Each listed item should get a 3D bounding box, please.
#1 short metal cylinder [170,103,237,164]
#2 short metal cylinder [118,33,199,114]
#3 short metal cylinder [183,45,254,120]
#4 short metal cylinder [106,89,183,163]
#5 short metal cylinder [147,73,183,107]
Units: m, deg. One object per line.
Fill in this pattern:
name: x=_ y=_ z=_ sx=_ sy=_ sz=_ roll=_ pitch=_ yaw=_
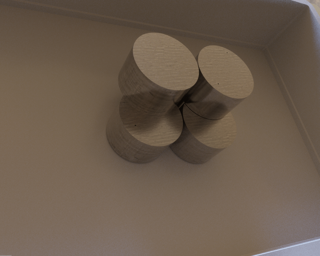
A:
short metal cylinder: x=0.054 y=0.002 z=0.415 sx=0.081 sy=0.050 sz=0.080 roll=14 pitch=56 yaw=-21
short metal cylinder: x=-0.002 y=-0.063 z=0.360 sx=0.081 sy=0.050 sz=0.080 roll=14 pitch=56 yaw=-21
short metal cylinder: x=0.071 y=-0.058 z=0.395 sx=0.081 sy=0.050 sz=0.080 roll=14 pitch=56 yaw=-21
short metal cylinder: x=-0.019 y=-0.003 z=0.379 sx=0.081 sy=0.050 sz=0.080 roll=14 pitch=56 yaw=-21
short metal cylinder: x=0.005 y=-0.062 z=0.428 sx=0.081 sy=0.050 sz=0.080 roll=14 pitch=56 yaw=-21
